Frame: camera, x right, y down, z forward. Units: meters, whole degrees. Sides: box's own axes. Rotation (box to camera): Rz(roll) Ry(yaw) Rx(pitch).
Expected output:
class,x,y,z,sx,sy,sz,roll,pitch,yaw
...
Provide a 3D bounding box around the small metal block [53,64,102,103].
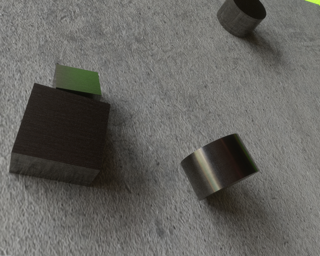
class,x,y,z,sx,sy,sz,roll,pitch,yaw
small metal block,-0.100,-0.048,0.369,0.050,0.025,0.050,8,38,-24

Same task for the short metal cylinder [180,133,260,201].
class,x,y,z,sx,sy,sz,roll,pitch,yaw
short metal cylinder,0.072,0.048,0.378,0.081,0.080,0.050,-15,70,-34

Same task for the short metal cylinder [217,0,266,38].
class,x,y,z,sx,sy,sz,roll,pitch,yaw
short metal cylinder,0.161,-0.226,0.612,0.081,0.050,0.080,14,56,-21

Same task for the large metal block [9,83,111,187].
class,x,y,z,sx,sy,sz,roll,pitch,yaw
large metal block,-0.103,0.009,0.327,0.081,0.050,0.080,15,56,-20
